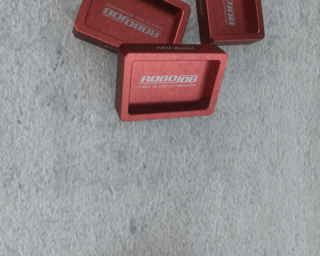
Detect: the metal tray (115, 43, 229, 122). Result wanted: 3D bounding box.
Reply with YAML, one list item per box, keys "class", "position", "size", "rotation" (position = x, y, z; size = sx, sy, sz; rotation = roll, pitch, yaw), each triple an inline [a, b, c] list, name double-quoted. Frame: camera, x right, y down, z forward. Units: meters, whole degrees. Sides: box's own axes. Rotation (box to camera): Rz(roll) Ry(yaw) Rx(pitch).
- class: "metal tray"
  position: [0.013, -0.057, 0.388]
  size: [0.131, 0.030, 0.089]
  rotation: [-5, 126, -20]

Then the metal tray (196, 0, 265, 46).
- class: "metal tray"
  position: [0.098, -0.186, 0.443]
  size: [0.091, 0.030, 0.129]
  rotation: [-8, 93, -20]

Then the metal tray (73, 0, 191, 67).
- class: "metal tray"
  position: [-0.033, -0.137, 0.394]
  size: [0.131, 0.030, 0.090]
  rotation: [18, 84, -20]
